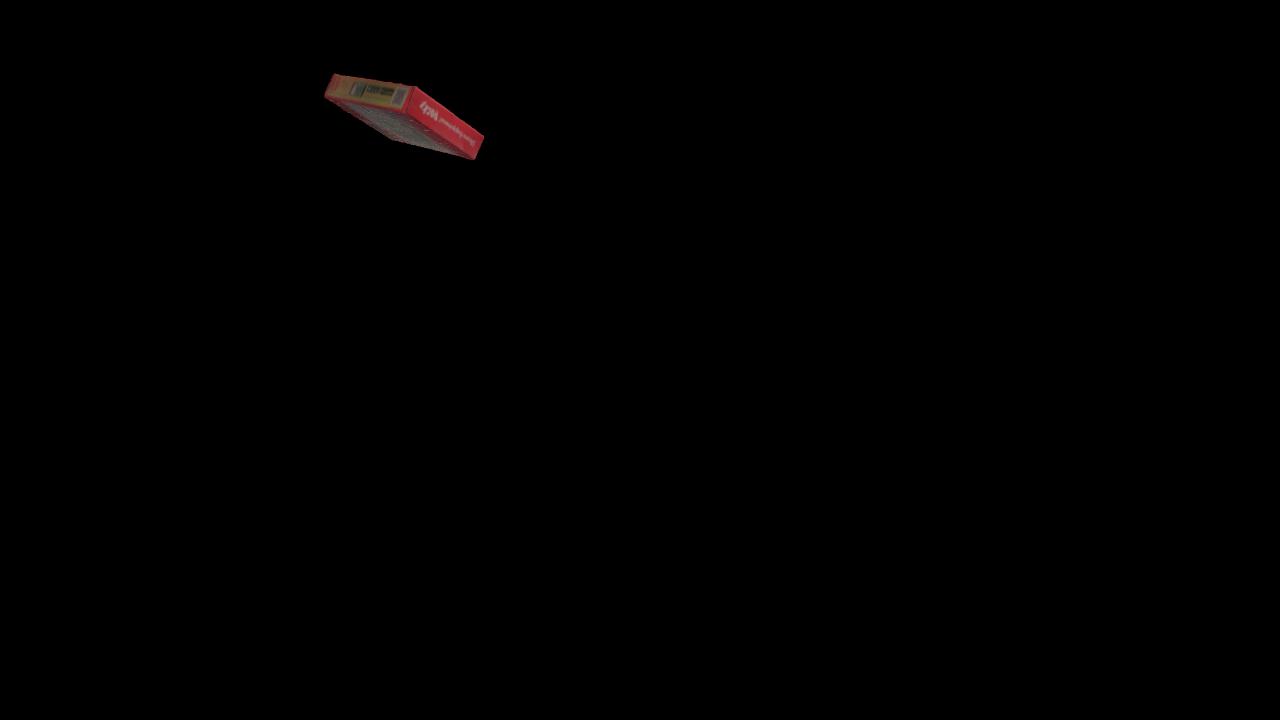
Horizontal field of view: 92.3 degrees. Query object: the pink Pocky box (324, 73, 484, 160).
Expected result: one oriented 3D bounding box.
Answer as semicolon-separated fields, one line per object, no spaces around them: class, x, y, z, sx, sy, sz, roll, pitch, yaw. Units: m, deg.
pink Pocky box;-0.231;-0.238;0.601;0.155;0.029;0.084;24;0;35
